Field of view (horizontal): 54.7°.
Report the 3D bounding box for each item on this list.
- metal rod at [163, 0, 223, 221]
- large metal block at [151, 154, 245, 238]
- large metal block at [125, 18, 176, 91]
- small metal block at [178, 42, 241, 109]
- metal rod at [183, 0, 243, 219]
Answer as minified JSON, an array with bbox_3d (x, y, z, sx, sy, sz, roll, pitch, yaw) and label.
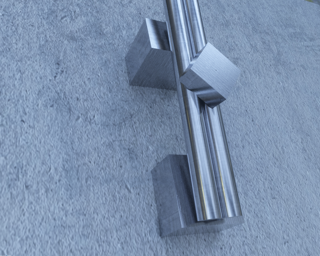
[{"bbox_3d":[0.031,-0.048,0.358,0.025,0.025,0.299,3,67,-27],"label":"metal rod"},{"bbox_3d":[0.041,0.079,0.362,0.081,0.050,0.080,5,60,-26],"label":"large metal block"},{"bbox_3d":[0.005,-0.098,0.432,0.081,0.080,0.050,3,61,-27],"label":"large metal block"},{"bbox_3d":[0.057,-0.059,0.346,0.050,0.025,0.050,39,56,-9],"label":"small metal block"},{"bbox_3d":[0.055,-0.047,0.370,0.025,0.025,0.299,3,67,-27],"label":"metal rod"}]
